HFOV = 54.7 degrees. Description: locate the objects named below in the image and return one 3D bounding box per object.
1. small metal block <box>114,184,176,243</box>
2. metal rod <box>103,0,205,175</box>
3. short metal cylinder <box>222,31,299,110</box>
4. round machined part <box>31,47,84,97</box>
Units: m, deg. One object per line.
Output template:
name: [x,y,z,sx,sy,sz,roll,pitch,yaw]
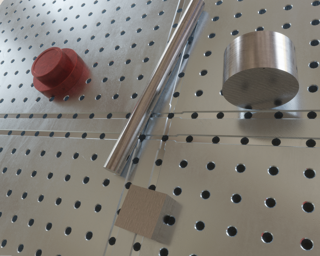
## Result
small metal block: [-0.017,0.097,0.356,0.050,0.025,0.050,9,66,31]
metal rod: [-0.001,-0.072,0.451,0.025,0.025,0.300,13,68,33]
short metal cylinder: [0.113,-0.063,0.352,0.080,0.080,0.050,-6,59,25]
round machined part: [-0.192,-0.108,0.562,0.098,0.042,0.098,-13,56,20]
